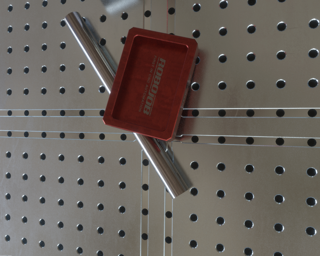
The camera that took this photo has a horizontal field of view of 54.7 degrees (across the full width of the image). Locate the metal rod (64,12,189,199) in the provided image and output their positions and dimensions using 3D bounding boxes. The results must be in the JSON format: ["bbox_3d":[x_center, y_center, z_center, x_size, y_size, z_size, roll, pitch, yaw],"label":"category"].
[{"bbox_3d":[-0.051,-0.039,0.430,0.025,0.025,0.299,-35,79,16],"label":"metal rod"}]

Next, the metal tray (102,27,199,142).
[{"bbox_3d":[-0.010,-0.055,0.396,0.090,0.030,0.129,15,86,11],"label":"metal tray"}]
